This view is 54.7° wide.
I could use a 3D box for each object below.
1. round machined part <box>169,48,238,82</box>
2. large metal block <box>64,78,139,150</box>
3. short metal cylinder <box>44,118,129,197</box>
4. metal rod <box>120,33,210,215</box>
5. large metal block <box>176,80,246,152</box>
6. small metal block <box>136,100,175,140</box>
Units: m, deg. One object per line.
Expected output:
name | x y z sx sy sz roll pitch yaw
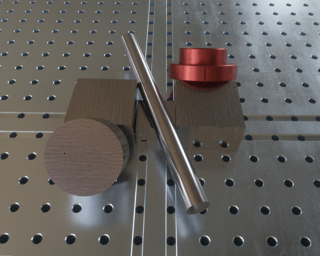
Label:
round machined part | 0.061 -0.093 0.443 0.099 0.042 0.098 1 15 0
large metal block | -0.072 -0.019 0.408 0.080 0.050 0.080 2 50 1
short metal cylinder | -0.077 0.029 0.339 0.080 0.050 0.079 0 93 1
metal rod | -0.006 -0.030 0.399 0.025 0.025 0.300 -13 51 -11
large metal block | 0.061 -0.017 0.406 0.081 0.050 0.080 1 50 0
small metal block | -0.005 -0.011 0.417 0.050 0.025 0.050 1 50 0
